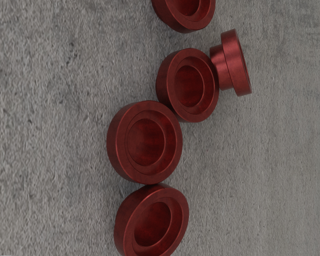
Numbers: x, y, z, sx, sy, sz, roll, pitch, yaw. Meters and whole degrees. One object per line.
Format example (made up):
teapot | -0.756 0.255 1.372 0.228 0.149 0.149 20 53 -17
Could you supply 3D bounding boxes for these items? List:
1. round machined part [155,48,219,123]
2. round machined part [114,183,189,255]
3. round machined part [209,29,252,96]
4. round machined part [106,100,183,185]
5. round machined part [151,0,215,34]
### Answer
round machined part | 0.033 -0.056 0.421 0.099 0.042 0.097 0 90 -40
round machined part | -0.014 0.112 0.374 0.099 0.042 0.097 -12 109 -38
round machined part | 0.104 -0.093 0.461 0.098 0.042 0.097 -15 90 -70
round machined part | -0.022 0.017 0.373 0.099 0.042 0.097 2 86 -40
round machined part | 0.027 -0.176 0.415 0.099 0.042 0.097 0 90 -40
